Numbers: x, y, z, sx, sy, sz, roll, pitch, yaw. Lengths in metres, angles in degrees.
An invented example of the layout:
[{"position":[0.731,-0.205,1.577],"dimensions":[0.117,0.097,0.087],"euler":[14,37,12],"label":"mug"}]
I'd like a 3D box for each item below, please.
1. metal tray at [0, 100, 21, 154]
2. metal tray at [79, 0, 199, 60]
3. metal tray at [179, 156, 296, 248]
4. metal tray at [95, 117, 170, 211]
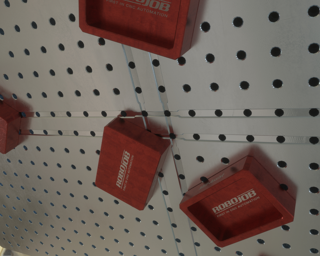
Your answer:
[{"position":[-0.319,-0.021,0.564],"dimensions":[0.130,0.030,0.089],"euler":[33,129,6],"label":"metal tray"},{"position":[-0.026,-0.137,0.337],"dimensions":[0.130,0.030,0.089],"euler":[21,126,16],"label":"metal tray"},{"position":[0.100,0.104,0.419],"dimensions":[0.090,0.030,0.129],"euler":[46,129,-4],"label":"metal tray"},{"position":[-0.046,0.057,0.468],"dimensions":[0.090,0.030,0.129],"euler":[26,128,12],"label":"metal tray"}]
